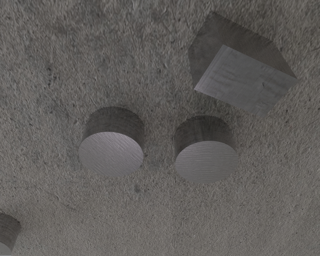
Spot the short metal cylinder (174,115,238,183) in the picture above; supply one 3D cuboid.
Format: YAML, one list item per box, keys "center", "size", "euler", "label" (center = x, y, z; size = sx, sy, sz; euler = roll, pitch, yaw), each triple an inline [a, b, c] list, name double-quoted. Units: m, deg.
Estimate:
- center: [0.060, 0.029, 0.417]
  size: [0.081, 0.050, 0.079]
  euler: [0, 130, 0]
  label: "short metal cylinder"

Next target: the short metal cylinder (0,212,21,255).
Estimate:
- center: [-0.299, 0.194, 0.553]
  size: [0.081, 0.050, 0.079]
  euler: [0, 130, 0]
  label: "short metal cylinder"

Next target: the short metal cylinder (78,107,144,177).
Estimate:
- center: [-0.061, 0.019, 0.406]
  size: [0.081, 0.050, 0.079]
  euler: [0, 130, 0]
  label: "short metal cylinder"

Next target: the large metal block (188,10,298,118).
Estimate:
- center: [0.078, -0.066, 0.316]
  size: [0.080, 0.080, 0.050]
  euler: [20, 127, -16]
  label: "large metal block"
